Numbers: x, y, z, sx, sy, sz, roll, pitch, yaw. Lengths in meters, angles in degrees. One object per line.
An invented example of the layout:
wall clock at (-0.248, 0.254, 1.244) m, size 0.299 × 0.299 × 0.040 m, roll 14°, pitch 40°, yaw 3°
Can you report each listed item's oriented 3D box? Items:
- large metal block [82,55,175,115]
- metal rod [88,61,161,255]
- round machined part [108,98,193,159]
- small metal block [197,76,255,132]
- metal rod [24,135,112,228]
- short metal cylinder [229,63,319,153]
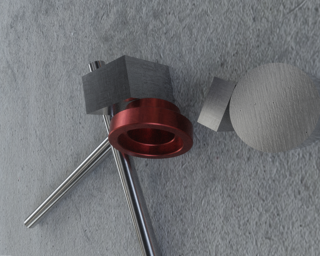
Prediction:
large metal block at (-0.041, -0.050, 0.401) m, size 0.080 × 0.081 × 0.050 m, roll -15°, pitch 80°, yaw 38°
metal rod at (-0.049, 0.048, 0.430) m, size 0.025 × 0.025 × 0.299 m, roll -24°, pitch 79°, yaw 37°
round machined part at (-0.010, -0.001, 0.370) m, size 0.098 × 0.098 × 0.042 m, roll -21°, pitch 54°, yaw 38°
small metal block at (0.072, -0.024, 0.328) m, size 0.025 × 0.050 × 0.050 m, roll 30°, pitch 109°, yaw 35°
metal rod at (-0.160, 0.101, 0.533) m, size 0.299 × 0.025 × 0.025 m, roll -42°, pitch 65°, yaw 31°
short metal cylinder at (0.114, -0.018, 0.294) m, size 0.080 × 0.050 × 0.079 m, roll 0°, pitch 90°, yaw 39°
